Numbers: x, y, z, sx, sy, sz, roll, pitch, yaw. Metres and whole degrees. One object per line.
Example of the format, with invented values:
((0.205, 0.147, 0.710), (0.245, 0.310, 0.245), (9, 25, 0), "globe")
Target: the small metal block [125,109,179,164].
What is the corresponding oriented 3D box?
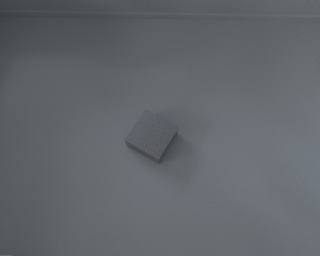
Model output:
((-0.010, 0.011, 0.406), (0.050, 0.025, 0.050), (29, 72, 10), "small metal block")
